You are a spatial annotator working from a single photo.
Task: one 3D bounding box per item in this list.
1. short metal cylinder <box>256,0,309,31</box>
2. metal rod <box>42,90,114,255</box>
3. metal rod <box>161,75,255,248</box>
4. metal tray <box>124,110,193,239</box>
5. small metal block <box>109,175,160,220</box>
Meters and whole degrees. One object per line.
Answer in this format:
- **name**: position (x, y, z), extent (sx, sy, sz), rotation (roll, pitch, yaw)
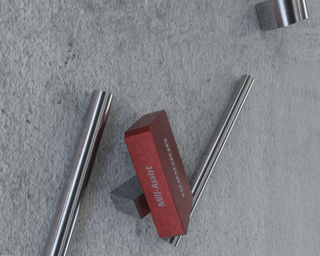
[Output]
- **short metal cylinder**: position (0.219, -0.212, 0.555), extent (0.081, 0.080, 0.050), rotation (-32, 111, -36)
- **metal rod**: position (-0.100, 0.103, 0.321), extent (0.025, 0.025, 0.299), rotation (24, 75, -38)
- **metal rod**: position (0.082, 0.036, 0.475), extent (0.025, 0.025, 0.300), rotation (45, 63, -31)
- **metal tray**: position (0.004, 0.051, 0.370), extent (0.090, 0.030, 0.129), rotation (-54, 127, -71)
- **small metal block**: position (-0.023, 0.079, 0.371), extent (0.050, 0.050, 0.025), rotation (-31, 110, -36)
